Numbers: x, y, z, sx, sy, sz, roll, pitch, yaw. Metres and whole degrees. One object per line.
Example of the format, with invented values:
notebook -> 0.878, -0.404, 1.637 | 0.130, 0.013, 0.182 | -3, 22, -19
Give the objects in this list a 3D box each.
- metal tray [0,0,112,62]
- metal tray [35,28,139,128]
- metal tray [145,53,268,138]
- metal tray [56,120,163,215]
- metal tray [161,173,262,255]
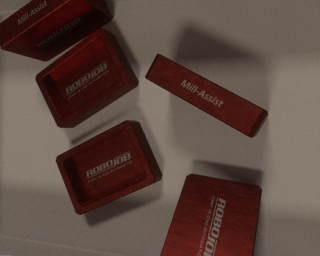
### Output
metal tray -> -0.143, -0.142, 0.424 | 0.130, 0.090, 0.030 | -26, 82, 18
metal tray -> -0.107, -0.068, 0.443 | 0.130, 0.030, 0.090 | -31, 80, 17
metal tray -> 0.057, -0.036, 0.355 | 0.130, 0.090, 0.030 | 32, 100, 17
metal tray -> -0.073, 0.055, 0.432 | 0.130, 0.030, 0.090 | -26, 82, 17
metal tray -> 0.058, 0.118, 0.344 | 0.090, 0.030, 0.130 | 8, 49, 19
